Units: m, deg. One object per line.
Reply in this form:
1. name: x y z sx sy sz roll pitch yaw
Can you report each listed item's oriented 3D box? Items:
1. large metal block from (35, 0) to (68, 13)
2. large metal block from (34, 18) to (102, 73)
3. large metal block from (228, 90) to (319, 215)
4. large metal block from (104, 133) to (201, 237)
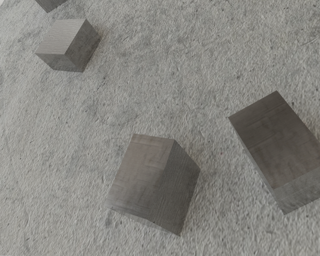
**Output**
1. large metal block: -0.251 -0.323 0.699 0.080 0.080 0.050 -27 53 11
2. large metal block: -0.167 -0.151 0.569 0.080 0.050 0.080 11 67 32
3. large metal block: 0.114 0.026 0.293 0.050 0.080 0.080 -30 52 9
4. large metal block: -0.003 0.062 0.332 0.050 0.080 0.080 7 65 31
